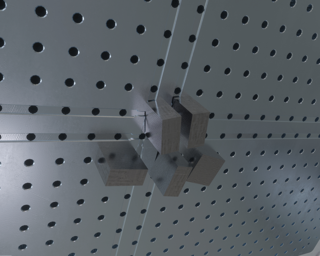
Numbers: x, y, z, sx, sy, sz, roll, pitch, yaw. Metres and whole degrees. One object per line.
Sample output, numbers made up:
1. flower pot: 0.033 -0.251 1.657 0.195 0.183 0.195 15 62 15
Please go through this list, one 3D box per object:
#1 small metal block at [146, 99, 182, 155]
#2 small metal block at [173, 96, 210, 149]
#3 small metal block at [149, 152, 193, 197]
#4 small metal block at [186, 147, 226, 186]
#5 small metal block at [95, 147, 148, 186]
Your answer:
1. small metal block: 0.003 -0.002 0.395 0.025 0.050 0.050 -12 124 -22
2. small metal block: 0.038 -0.008 0.410 0.025 0.050 0.050 -9 122 -24
3. small metal block: 0.014 0.061 0.440 0.025 0.050 0.050 11 113 -33
4. small metal block: 0.065 0.059 0.483 0.050 0.025 0.050 19 109 -35
5. small metal block: -0.050 0.049 0.397 0.050 0.050 0.025 5 116 -31
